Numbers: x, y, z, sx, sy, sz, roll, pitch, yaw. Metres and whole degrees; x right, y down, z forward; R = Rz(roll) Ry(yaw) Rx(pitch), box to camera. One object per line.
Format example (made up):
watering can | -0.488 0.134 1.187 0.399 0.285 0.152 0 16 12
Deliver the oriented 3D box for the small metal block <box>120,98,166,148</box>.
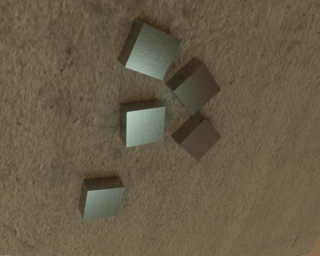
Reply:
small metal block | -0.023 -0.007 0.392 0.050 0.025 0.050 -10 123 -24

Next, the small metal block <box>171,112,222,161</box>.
small metal block | 0.053 0.012 0.445 0.050 0.025 0.050 -46 130 4

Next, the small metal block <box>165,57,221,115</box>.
small metal block | 0.043 -0.053 0.399 0.050 0.025 0.050 -42 130 1

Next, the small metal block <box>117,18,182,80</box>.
small metal block | -0.012 -0.087 0.347 0.050 0.025 0.050 14 111 -34

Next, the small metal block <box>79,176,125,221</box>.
small metal block | -0.080 0.095 0.423 0.050 0.025 0.050 0 119 -29
